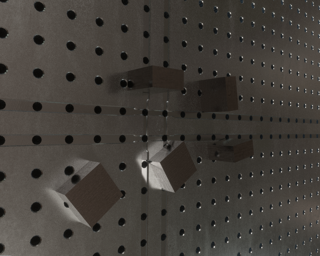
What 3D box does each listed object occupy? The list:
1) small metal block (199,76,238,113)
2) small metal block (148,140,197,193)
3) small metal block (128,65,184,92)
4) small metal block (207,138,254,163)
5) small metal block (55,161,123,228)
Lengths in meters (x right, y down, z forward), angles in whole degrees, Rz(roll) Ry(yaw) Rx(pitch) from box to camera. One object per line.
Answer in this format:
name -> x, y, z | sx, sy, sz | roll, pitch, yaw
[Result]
small metal block -> 0.089, -0.050, 0.470 | 0.025, 0.050, 0.050 | -10, 97, -40
small metal block -> 0.018, 0.052, 0.427 | 0.050, 0.025, 0.050 | -39, 114, -33
small metal block -> -0.006, -0.060, 0.390 | 0.050, 0.050, 0.025 | 0, 91, -40
small metal block -> 0.112, 0.034, 0.489 | 0.050, 0.050, 0.025 | -13, 99, -40
small metal block -> -0.078, 0.073, 0.346 | 0.050, 0.025, 0.050 | -44, 117, -31
